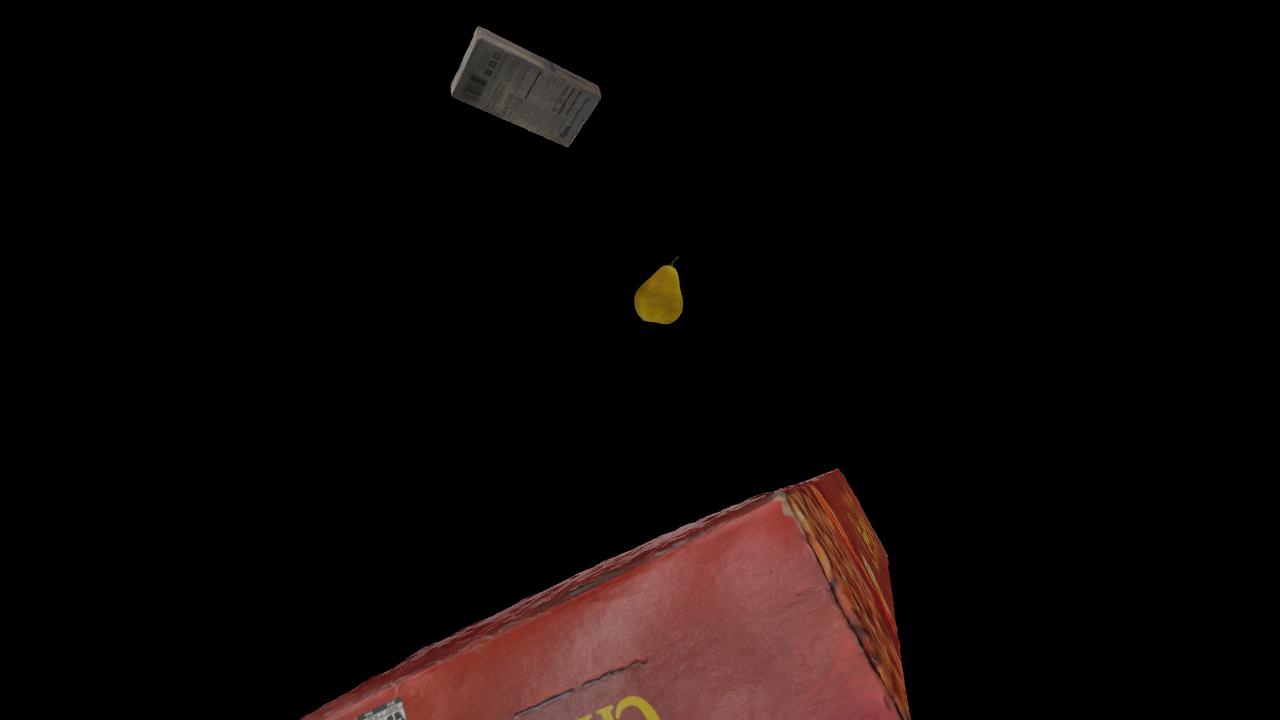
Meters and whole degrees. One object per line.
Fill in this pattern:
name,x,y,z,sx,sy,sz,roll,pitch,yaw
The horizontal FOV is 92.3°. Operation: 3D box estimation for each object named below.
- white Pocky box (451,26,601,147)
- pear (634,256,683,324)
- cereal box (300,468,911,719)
white Pocky box,-0.131,-0.312,0.714,0.154,0.028,0.084,12,-38,-35
pear,0.034,-0.114,0.987,0.080,0.111,0.080,8,8,-1
cereal box,0.024,0.135,0.321,0.203,0.081,0.306,-30,-18,13
